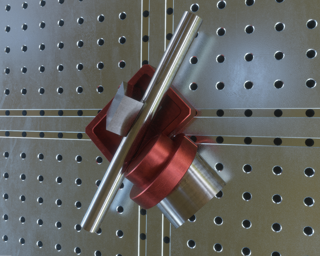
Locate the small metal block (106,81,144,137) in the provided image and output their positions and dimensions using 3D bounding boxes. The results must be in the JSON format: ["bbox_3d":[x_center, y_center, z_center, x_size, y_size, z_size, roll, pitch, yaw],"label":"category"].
[{"bbox_3d":[-0.046,-0.025,0.391,0.025,0.050,0.050,23,112,-20],"label":"small metal block"}]

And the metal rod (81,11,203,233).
[{"bbox_3d":[-0.027,0.000,0.389,0.025,0.025,0.298,30,99,17],"label":"metal rod"}]

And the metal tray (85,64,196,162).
[{"bbox_3d":[-0.028,-0.009,0.418,0.130,0.030,0.090,-45,77,14],"label":"metal tray"}]

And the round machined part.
[{"bbox_3d":[-0.005,0.043,0.364,0.042,0.098,0.098,41,103,-7],"label":"round machined part"}]

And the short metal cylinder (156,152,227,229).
[{"bbox_3d":[0.032,0.074,0.370,0.080,0.080,0.050,-45,76,14],"label":"short metal cylinder"}]
